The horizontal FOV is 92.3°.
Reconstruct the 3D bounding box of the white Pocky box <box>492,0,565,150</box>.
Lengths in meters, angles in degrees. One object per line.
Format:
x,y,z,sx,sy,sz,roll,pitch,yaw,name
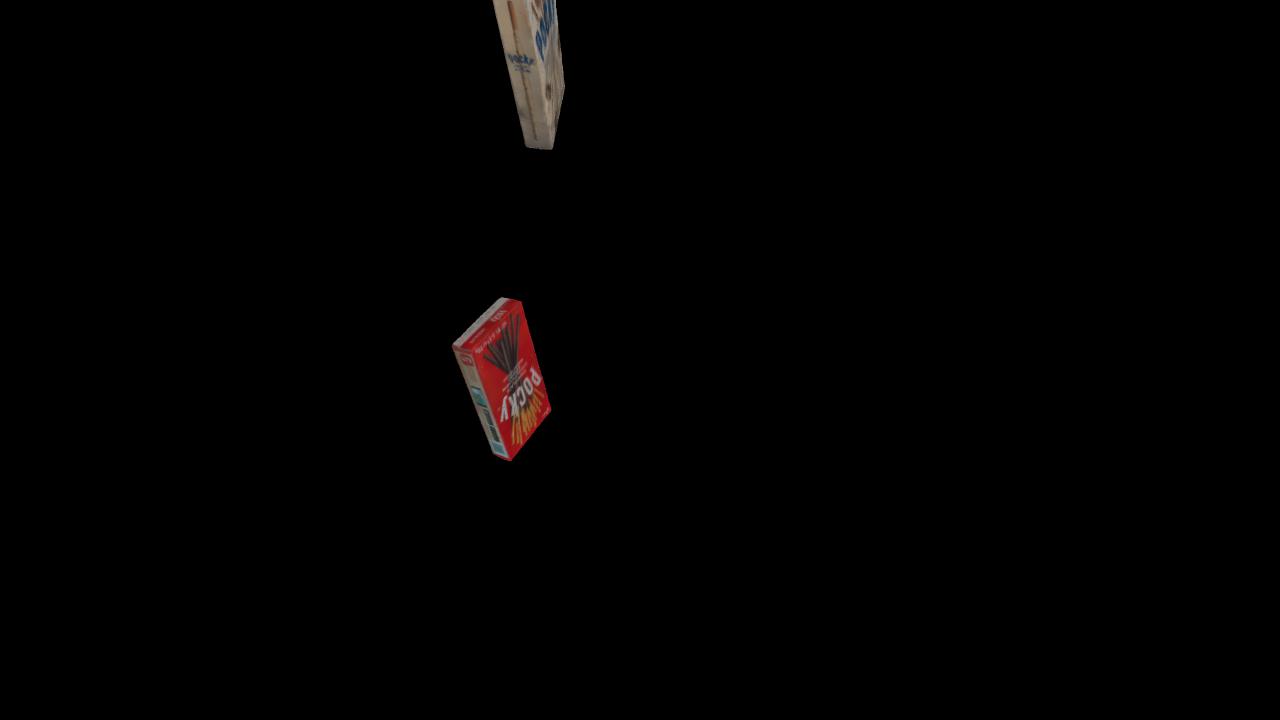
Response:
-0.083,-0.250,0.477,0.028,0.084,0.154,5,-26,2,white Pocky box

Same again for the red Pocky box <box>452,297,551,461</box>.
-0.134,0.022,0.619,0.028,0.155,0.083,13,45,22,red Pocky box
